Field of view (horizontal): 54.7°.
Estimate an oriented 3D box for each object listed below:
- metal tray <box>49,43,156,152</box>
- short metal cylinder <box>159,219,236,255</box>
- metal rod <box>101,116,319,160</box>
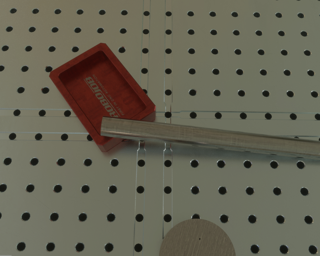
[{"bbox_3d":[-0.078,-0.045,0.424,0.090,0.030,0.130,-35,74,-12],"label":"metal tray"},{"bbox_3d":[0.039,0.144,0.346,0.081,0.050,0.080,0,70,-1],"label":"short metal cylinder"},{"bbox_3d":[0.079,0.014,0.389,0.302,0.025,0.025,6,70,-5],"label":"metal rod"}]
